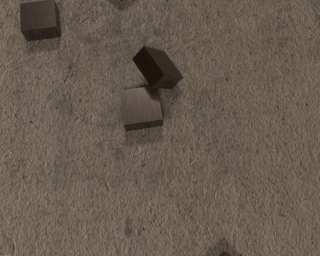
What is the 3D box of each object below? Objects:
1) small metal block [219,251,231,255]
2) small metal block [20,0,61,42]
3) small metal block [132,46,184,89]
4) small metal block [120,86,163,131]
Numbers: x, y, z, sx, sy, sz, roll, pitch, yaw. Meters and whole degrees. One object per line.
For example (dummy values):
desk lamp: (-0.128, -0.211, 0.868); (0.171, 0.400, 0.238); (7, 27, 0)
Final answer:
small metal block: (0.073, 0.176, 0.345); (0.050, 0.025, 0.050); (-39, 75, -13)
small metal block: (-0.179, -0.162, 0.465); (0.050, 0.025, 0.050); (-9, 70, -4)
small metal block: (-0.002, -0.081, 0.422); (0.025, 0.050, 0.050); (-43, 71, 28)
small metal block: (-0.025, -0.026, 0.418); (0.050, 0.025, 0.050); (-9, 70, -4)
